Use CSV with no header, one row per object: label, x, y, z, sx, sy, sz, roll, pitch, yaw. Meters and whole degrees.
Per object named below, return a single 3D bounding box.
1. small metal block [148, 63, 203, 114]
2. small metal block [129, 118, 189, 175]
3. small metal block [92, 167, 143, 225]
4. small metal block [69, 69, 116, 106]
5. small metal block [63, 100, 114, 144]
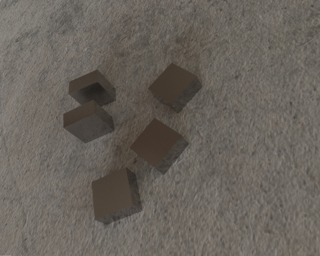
small metal block,0.021,-0.056,0.426,0.050,0.025,0.050,-48,52,-6
small metal block,-0.001,0.022,0.390,0.050,0.025,0.050,34,80,38
small metal block,-0.054,0.083,0.379,0.050,0.025,0.050,-24,53,13
small metal block,-0.103,-0.056,0.474,0.050,0.050,0.025,-20,55,16
small metal block,-0.102,-0.008,0.444,0.050,0.050,0.025,-24,54,14
